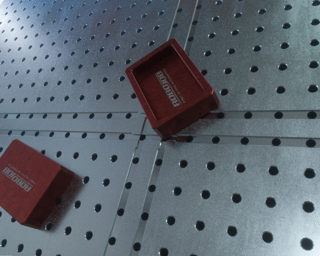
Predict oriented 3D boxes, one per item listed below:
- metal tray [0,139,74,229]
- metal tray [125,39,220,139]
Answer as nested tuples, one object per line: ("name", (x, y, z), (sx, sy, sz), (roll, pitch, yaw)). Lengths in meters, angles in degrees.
("metal tray", (-0.199, 0.078, 0.459), (0.130, 0.030, 0.090), (20, 72, 35))
("metal tray", (0.012, -0.059, 0.433), (0.090, 0.030, 0.130), (-32, 52, 6))
